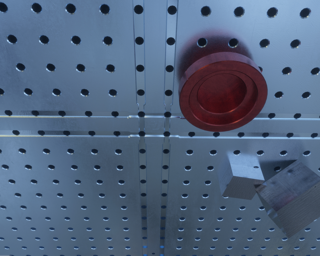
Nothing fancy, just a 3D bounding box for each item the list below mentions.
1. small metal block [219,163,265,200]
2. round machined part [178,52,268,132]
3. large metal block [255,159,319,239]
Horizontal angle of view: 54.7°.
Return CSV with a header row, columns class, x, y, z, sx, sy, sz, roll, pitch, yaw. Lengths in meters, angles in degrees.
class,x,y,z,sx,sy,sz,roll,pitch,yaw
small metal block,0.127,0.085,0.486,0.050,0.025,0.050,9,130,-9
round machined part,0.071,-0.045,0.363,0.099,0.042,0.097,-1,130,0
large metal block,0.204,0.109,0.474,0.080,0.050,0.080,-35,125,-1
